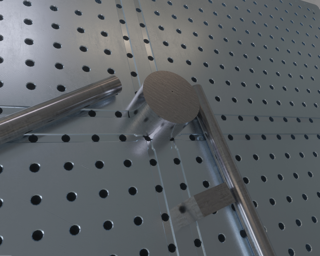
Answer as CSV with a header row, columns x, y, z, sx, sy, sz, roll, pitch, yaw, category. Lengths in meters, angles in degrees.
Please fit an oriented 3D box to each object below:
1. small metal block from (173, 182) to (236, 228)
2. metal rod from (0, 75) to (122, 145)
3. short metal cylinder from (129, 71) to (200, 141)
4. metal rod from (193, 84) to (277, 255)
x,y,z,sx,sy,sz,roll,pitch,yaw,category
0.051,0.090,0.364,0.050,0.050,0.025,-14,69,-34,small metal block
-0.162,0.003,0.319,0.302,0.025,0.025,-31,79,-38,metal rod
0.005,-0.029,0.413,0.081,0.050,0.080,14,56,-21,short metal cylinder
0.099,0.072,0.417,0.025,0.025,0.299,-6,65,-31,metal rod
